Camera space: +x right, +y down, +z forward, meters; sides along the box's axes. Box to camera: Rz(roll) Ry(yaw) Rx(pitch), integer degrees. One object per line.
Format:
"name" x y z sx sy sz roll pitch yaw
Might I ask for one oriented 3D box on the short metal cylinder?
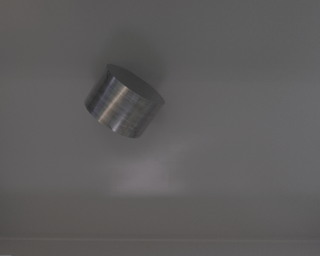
"short metal cylinder" -0.042 -0.032 0.370 0.080 0.080 0.050 33 107 -11
